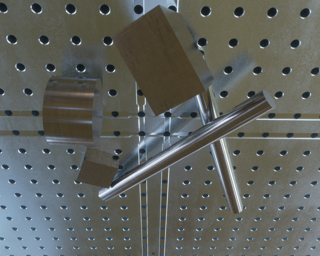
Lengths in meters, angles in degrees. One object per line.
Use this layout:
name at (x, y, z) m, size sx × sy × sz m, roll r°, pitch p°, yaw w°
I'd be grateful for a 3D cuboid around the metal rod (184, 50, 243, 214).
metal rod at (0.083, 0.028, 0.436) m, size 0.025 × 0.025 × 0.299 m, roll -14°, pitch 129°, yaw 11°

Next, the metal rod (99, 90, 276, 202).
metal rod at (0.016, 0.038, 0.421) m, size 0.025 × 0.025 × 0.299 m, roll 37°, pitch 128°, yaw -27°

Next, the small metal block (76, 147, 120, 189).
small metal block at (-0.092, 0.061, 0.462) m, size 0.050 × 0.025 × 0.050 m, roll 17°, pitch 128°, yaw -14°

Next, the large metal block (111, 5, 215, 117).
large metal block at (0.008, -0.066, 0.301) m, size 0.050 × 0.080 × 0.080 m, roll -27°, pitch 96°, yaw 21°

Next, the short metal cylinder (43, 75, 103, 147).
short metal cylinder at (-0.097, -0.019, 0.358) m, size 0.050 × 0.080 × 0.079 m, roll 3°, pitch 130°, yaw -3°
